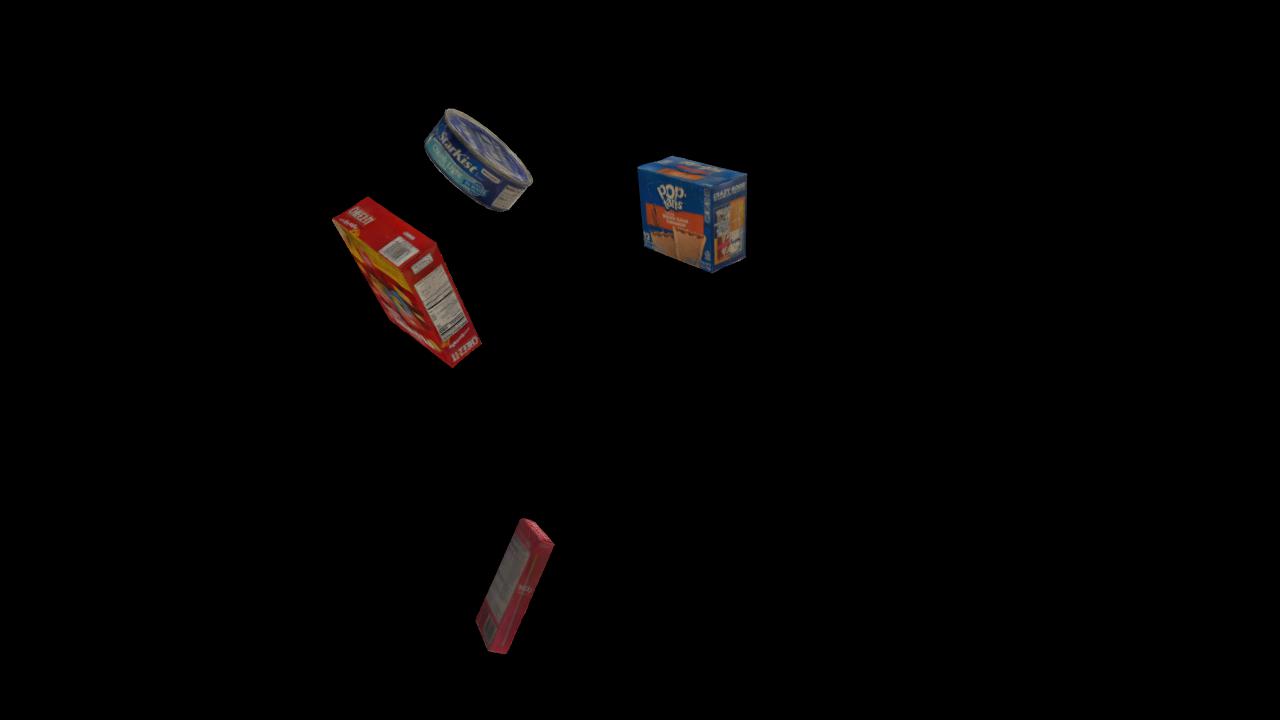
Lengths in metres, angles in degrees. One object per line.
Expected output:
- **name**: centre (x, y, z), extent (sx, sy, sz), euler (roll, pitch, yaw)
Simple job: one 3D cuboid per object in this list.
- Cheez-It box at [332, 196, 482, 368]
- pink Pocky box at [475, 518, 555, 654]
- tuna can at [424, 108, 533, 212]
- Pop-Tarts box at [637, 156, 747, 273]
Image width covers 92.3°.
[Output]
- **Cheez-It box**: centre (-0.337, -0.108, 0.909), extent (0.166, 0.071, 0.223), euler (33, -28, 25)
- **pink Pocky box**: centre (-0.169, 0.299, 0.824), extent (0.029, 0.155, 0.084), euler (26, -6, -27)
- **tuna can**: centre (-0.130, -0.160, 0.495), extent (0.034, 0.084, 0.084), euler (-44, -17, 18)
- **Pop-Tarts box**: centre (0.083, -0.238, 0.994), extent (0.083, 0.141, 0.167), euler (-29, 41, -31)
